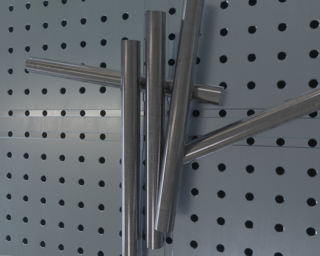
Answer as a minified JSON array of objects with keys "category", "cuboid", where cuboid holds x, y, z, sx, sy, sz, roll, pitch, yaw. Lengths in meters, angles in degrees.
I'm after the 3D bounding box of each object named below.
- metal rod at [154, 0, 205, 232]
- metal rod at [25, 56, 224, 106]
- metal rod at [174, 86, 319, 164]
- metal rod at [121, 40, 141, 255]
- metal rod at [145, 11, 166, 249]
[{"category":"metal rod","cuboid":[0.024,-0.024,0.376,0.025,0.025,0.298,8,93,20]},{"category":"metal rod","cuboid":[-0.062,-0.069,0.434,0.301,0.025,0.025,12,94,19]},{"category":"metal rod","cuboid":[0.152,-0.021,0.359,0.300,0.025,0.025,-24,82,18]},{"category":"metal rod","cuboid":[-0.038,0.038,0.410,0.025,0.025,0.298,3,97,20]},{"category":"metal rod","cuboid":[-0.006,0.009,0.395,0.025,0.025,0.298,3,98,20]}]
